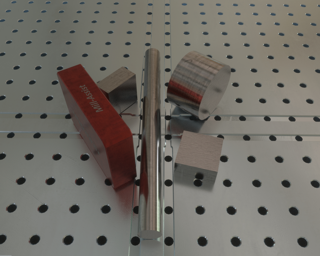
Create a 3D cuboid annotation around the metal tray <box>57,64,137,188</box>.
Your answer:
[{"bbox_3d":[-0.075,-0.003,0.366,0.030,0.089,0.130,-26,55,-20],"label":"metal tray"}]

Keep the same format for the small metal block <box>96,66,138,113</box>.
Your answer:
[{"bbox_3d":[-0.059,-0.049,0.431,0.025,0.050,0.050,34,58,25],"label":"small metal block"}]

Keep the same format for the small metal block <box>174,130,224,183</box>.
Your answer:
[{"bbox_3d":[0.048,0.034,0.380,0.050,0.025,0.050,12,51,9],"label":"small metal block"}]

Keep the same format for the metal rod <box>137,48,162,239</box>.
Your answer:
[{"bbox_3d":[-0.011,-0.006,0.412,0.025,0.025,0.300,0,50,-1],"label":"metal rod"}]

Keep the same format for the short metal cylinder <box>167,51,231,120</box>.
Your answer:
[{"bbox_3d":[0.053,-0.058,0.421,0.050,0.080,0.080,31,56,23],"label":"short metal cylinder"}]
